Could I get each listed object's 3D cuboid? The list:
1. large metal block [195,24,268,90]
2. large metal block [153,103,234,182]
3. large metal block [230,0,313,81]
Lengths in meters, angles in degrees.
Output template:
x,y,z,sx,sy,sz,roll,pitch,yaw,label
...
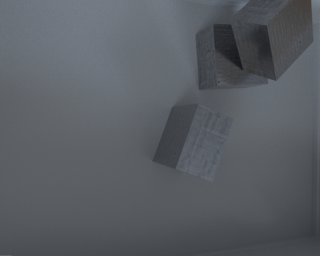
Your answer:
x,y,z,sx,sy,sz,roll,pitch,yaw,label
0.100,-0.097,0.436,0.081,0.050,0.079,-5,92,-20,large metal block
0.039,0.017,0.397,0.050,0.080,0.080,22,83,-19,large metal block
0.140,-0.119,0.379,0.080,0.050,0.080,-45,135,-15,large metal block
